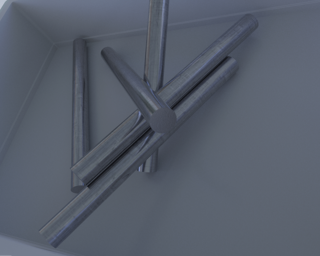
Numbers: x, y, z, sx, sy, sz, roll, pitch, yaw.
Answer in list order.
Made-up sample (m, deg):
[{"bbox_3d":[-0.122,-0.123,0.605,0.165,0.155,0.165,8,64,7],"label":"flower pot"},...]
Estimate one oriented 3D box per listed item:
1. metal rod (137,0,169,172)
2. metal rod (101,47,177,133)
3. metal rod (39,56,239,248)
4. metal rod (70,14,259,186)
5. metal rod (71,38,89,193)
[{"bbox_3d":[-0.005,-0.095,0.386,0.025,0.025,0.298,4,89,30],"label":"metal rod"},{"bbox_3d":[-0.043,-0.067,0.404,0.025,0.025,0.300,-40,30,1],"label":"metal rod"},{"bbox_3d":[-0.009,0.013,0.358,0.025,0.025,0.301,30,64,38],"label":"metal rod"},{"bbox_3d":[0.019,-0.047,0.370,0.301,0.025,0.025,-43,50,-19],"label":"metal rod"},{"bbox_3d":[-0.128,-0.039,0.496,0.025,0.025,0.299,-22,53,15],"label":"metal rod"}]
